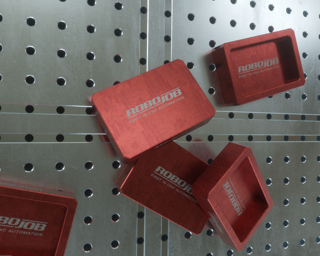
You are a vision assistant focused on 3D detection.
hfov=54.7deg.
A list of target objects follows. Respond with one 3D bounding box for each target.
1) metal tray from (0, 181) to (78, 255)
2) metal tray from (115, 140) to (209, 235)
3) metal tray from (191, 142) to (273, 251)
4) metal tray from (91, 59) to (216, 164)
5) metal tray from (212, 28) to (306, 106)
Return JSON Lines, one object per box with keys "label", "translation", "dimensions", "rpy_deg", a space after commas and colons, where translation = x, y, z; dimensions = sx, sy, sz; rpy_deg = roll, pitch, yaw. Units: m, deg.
{"label": "metal tray", "translation": [-0.169, 0.110, 0.347], "dimensions": [0.131, 0.030, 0.090], "rpy_deg": [15, 85, -20]}
{"label": "metal tray", "translation": [0.019, 0.074, 0.418], "dimensions": [0.130, 0.030, 0.090], "rpy_deg": [34, 79, -17]}
{"label": "metal tray", "translation": [0.103, 0.094, 0.421], "dimensions": [0.090, 0.030, 0.130], "rpy_deg": [-45, 125, -21]}
{"label": "metal tray", "translation": [-0.008, -0.023, 0.391], "dimensions": [0.131, 0.030, 0.090], "rpy_deg": [-26, 77, -19]}
{"label": "metal tray", "translation": [0.151, -0.092, 0.467], "dimensions": [0.131, 0.030, 0.089], "rpy_deg": [-17, 96, -20]}
